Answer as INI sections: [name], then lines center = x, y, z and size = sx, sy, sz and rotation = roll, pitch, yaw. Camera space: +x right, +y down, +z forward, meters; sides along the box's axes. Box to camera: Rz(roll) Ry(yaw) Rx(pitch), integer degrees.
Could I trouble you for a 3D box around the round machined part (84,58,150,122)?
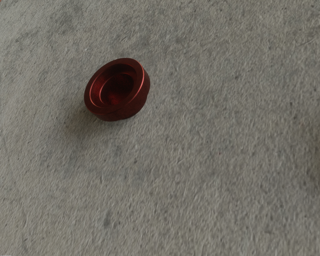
[round machined part]
center = -0.058, -0.051, 0.453
size = 0.098, 0.042, 0.098
rotation = -13, 56, 20
